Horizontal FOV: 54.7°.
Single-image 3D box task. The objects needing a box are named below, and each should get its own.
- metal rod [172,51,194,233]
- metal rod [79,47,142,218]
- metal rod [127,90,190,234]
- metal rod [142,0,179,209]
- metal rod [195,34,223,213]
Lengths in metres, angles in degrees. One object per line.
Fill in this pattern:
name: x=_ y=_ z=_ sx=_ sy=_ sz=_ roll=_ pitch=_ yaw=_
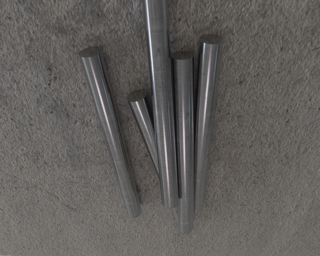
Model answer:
metal rod: x=0.034 y=0.041 z=0.426 sx=0.025 sy=0.025 sz=0.298 roll=-3 pitch=125 yaw=2
metal rod: x=-0.059 y=0.030 z=0.432 sx=0.025 sy=0.025 sz=0.298 roll=-5 pitch=130 yaw=4
metal rod: x=0.009 y=0.071 z=0.467 sx=0.025 sy=0.025 sz=0.299 roll=-11 pitch=130 yaw=9
metal rod: x=0.005 y=-0.013 z=0.376 sx=0.025 sy=0.025 sz=0.298 roll=-3 pitch=124 yaw=2
metal rod: x=0.057 y=0.019 z=0.423 sx=0.025 sy=0.025 sz=0.298 roll=-1 pitch=130 yaw=1
